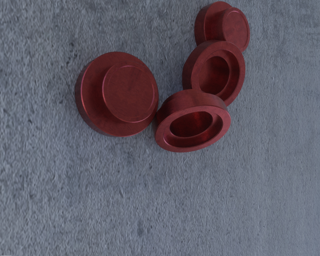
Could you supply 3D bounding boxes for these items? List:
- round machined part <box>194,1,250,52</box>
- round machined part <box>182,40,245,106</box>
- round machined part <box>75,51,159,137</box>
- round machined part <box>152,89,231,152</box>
[{"bbox_3d":[0.102,-0.147,0.479,0.099,0.042,0.097,0,90,-40],"label":"round machined part"},{"bbox_3d":[0.071,-0.075,0.440,0.099,0.042,0.097,-13,115,-29],"label":"round machined part"},{"bbox_3d":[-0.042,-0.039,0.352,0.099,0.042,0.097,2,86,-34],"label":"round machined part"},{"bbox_3d":[0.038,-0.012,0.401,0.099,0.098,0.042,21,42,-38],"label":"round machined part"}]
